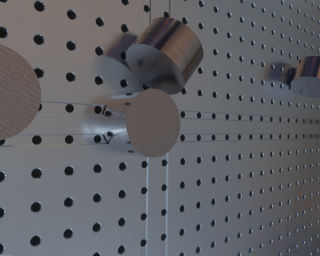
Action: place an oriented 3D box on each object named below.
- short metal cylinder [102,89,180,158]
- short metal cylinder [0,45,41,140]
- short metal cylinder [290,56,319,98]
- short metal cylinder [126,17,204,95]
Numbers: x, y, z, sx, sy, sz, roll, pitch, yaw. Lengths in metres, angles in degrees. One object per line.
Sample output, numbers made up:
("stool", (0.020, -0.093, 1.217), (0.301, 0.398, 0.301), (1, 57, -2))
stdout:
("short metal cylinder", (-0.022, -0.006, 0.376), (0.081, 0.050, 0.079), (0, 90, -40))
("short metal cylinder", (-0.152, -0.029, 0.266), (0.081, 0.050, 0.079), (0, 90, -40))
("short metal cylinder", (0.320, -0.105, 0.646), (0.080, 0.080, 0.050), (35, 69, -35))
("short metal cylinder", (0.006, -0.087, 0.380), (0.080, 0.080, 0.050), (49, 61, -29))
